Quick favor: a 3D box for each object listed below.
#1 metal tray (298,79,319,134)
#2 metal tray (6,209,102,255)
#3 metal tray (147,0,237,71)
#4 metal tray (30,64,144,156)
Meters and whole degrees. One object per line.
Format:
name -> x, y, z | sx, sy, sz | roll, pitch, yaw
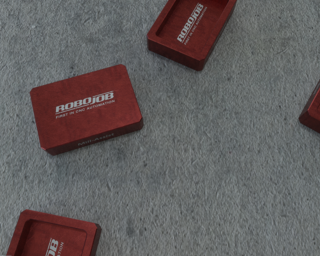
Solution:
metal tray -> 0.262, -0.042, 0.422 | 0.090, 0.030, 0.130 | 32, 73, 11
metal tray -> -0.126, 0.165, 0.344 | 0.090, 0.030, 0.130 | 11, 70, 4
metal tray -> 0.049, -0.158, 0.463 | 0.090, 0.030, 0.130 | 26, 72, 9
metal tray -> -0.097, -0.025, 0.414 | 0.131, 0.030, 0.090 | -17, 71, -6
